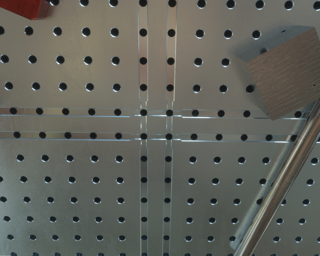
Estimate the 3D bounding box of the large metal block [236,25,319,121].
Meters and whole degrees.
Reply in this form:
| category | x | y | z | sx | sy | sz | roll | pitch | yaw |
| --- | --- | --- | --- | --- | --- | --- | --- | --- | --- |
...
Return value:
| category | x | y | z | sx | sy | sz | roll | pitch | yaw |
| --- | --- | --- | --- | --- | --- | --- | --- | --- | --- |
| large metal block | 0.151 | -0.068 | 0.376 | 0.080 | 0.050 | 0.080 | -27 | 108 | 9 |

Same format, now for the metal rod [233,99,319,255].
| category | x | y | z | sx | sy | sz | roll | pitch | yaw |
| --- | --- | --- | --- | --- | --- | --- | --- | --- | --- |
| metal rod | 0.177 | 0.074 | 0.442 | 0.025 | 0.025 | 0.298 | 18 | 109 | -7 |

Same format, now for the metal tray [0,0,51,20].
| category | x | y | z | sx | sy | sz | roll | pitch | yaw |
| --- | --- | --- | --- | --- | --- | --- | --- | --- | --- |
| metal tray | -0.183 | -0.187 | 0.340 | 0.131 | 0.030 | 0.089 | 22 | 109 | -8 |
